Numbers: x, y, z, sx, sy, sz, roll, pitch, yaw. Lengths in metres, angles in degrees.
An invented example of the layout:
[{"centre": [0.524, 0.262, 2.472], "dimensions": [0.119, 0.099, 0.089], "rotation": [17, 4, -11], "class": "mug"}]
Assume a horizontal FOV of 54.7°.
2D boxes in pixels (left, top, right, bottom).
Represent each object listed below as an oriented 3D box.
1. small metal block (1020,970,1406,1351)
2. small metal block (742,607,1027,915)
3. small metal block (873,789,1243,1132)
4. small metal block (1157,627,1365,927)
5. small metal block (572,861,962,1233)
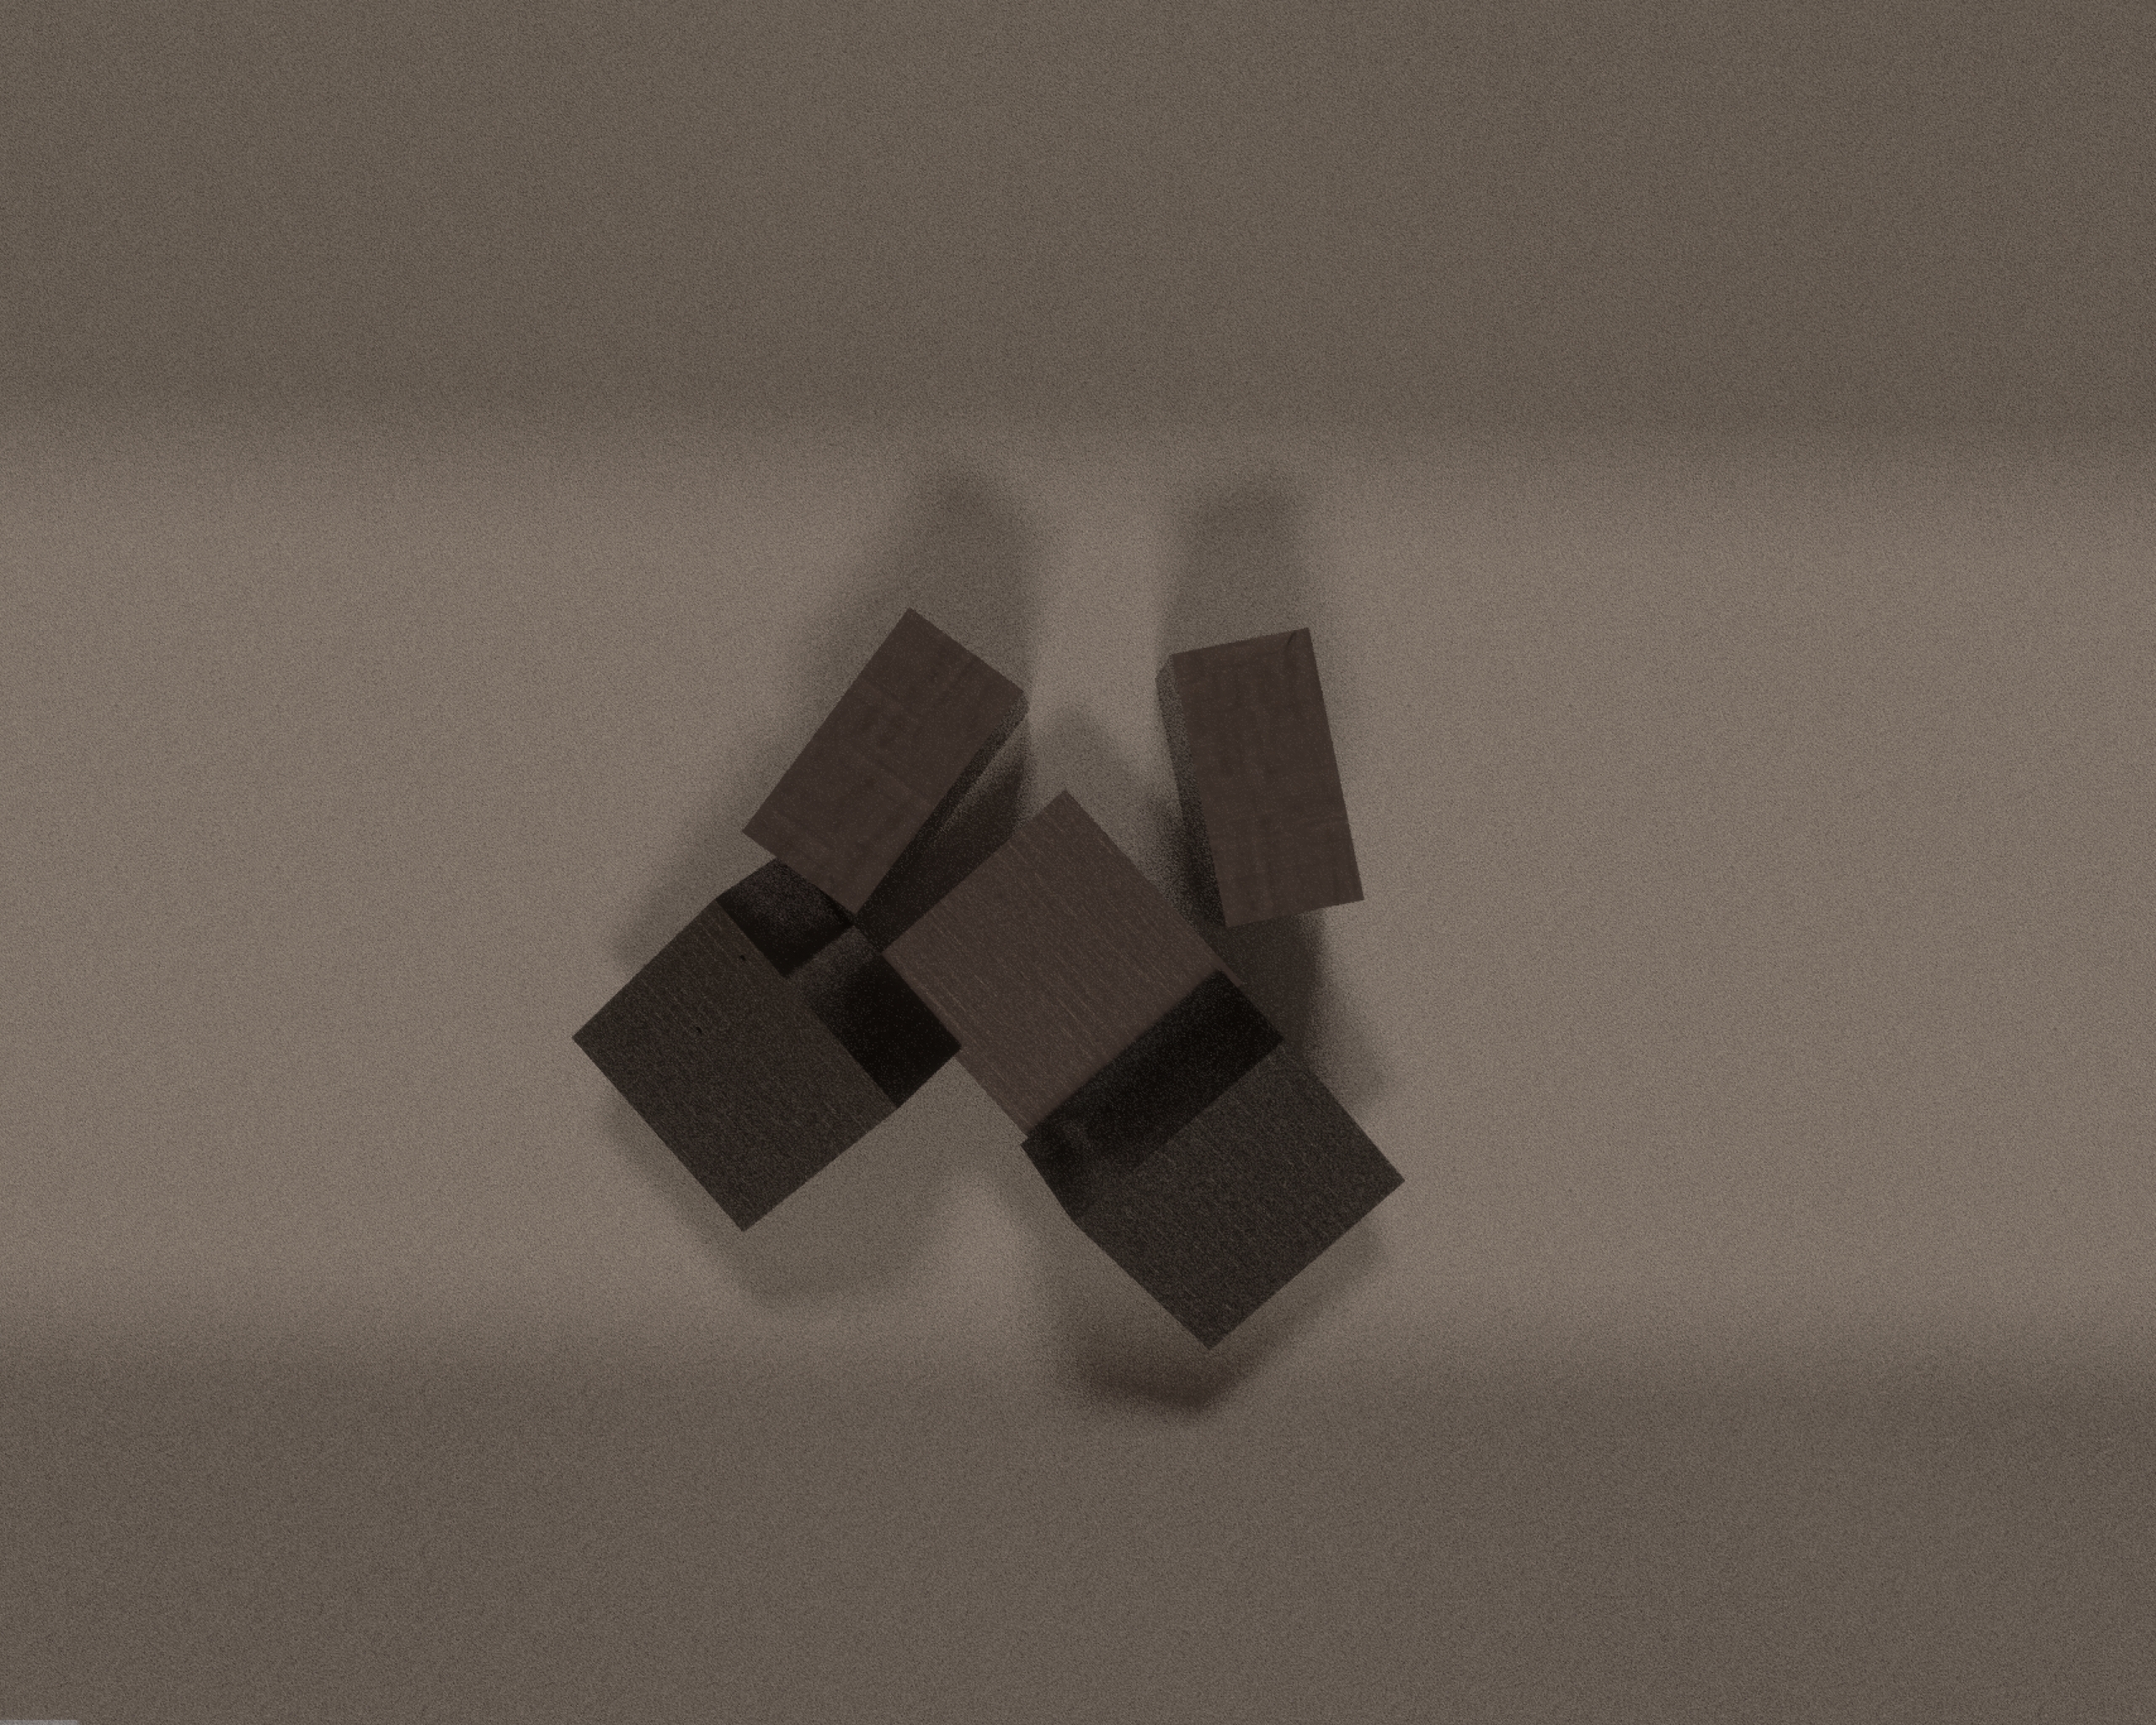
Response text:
[{"centre": [0.026, 0.057, 0.397], "dimensions": [0.050, 0.025, 0.050], "rotation": [-41, 127, -1], "class": "small metal block"}, {"centre": [-0.035, -0.018, 0.396], "dimensions": [0.025, 0.050, 0.050], "rotation": [37, 90, 0], "class": "small metal block"}, {"centre": [-0.004, 0.021, 0.409], "dimensions": [0.050, 0.025, 0.050], "rotation": [-42, 91, 0], "class": "small metal block"}, {"centre": [0.033, -0.015, 0.397], "dimensions": [0.025, 0.050, 0.050], "rotation": [-11, 90, -1], "class": "small metal block"}, {"centre": [-0.060, 0.034, 0.398], "dimensions": [0.050, 0.025, 0.050], "rotation": [49, 123, -1], "class": "small metal block"}]
